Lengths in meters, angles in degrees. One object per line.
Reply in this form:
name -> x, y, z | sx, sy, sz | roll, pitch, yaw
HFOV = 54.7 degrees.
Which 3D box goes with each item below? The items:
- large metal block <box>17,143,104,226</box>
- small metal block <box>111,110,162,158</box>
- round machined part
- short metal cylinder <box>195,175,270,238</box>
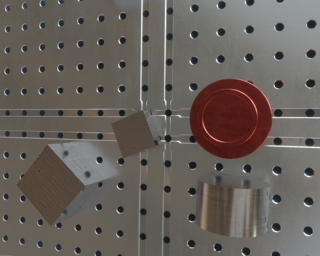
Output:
large metal block -> -0.144, 0.078, 0.448 | 0.080, 0.050, 0.080 | 44, 103, 14
small metal block -> -0.032, 0.008, 0.423 | 0.050, 0.025, 0.050 | -22, 83, 18
round machined part -> 0.083, -0.011, 0.374 | 0.098, 0.042, 0.097 | 0, 90, 19
short metal cylinder -> 0.082, 0.085, 0.354 | 0.080, 0.080, 0.050 | 4, 91, 19
